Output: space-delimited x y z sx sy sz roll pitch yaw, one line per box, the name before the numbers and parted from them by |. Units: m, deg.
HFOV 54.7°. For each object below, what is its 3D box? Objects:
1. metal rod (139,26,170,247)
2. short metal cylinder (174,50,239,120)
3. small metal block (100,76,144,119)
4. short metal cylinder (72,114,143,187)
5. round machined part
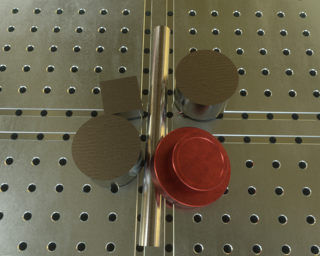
metal rod | -0.004 -0.004 0.409 0.025 0.025 0.299 3 70 1
short metal cylinder | 0.059 -0.057 0.415 0.081 0.050 0.080 0 70 0
small metal block | -0.052 -0.040 0.421 0.050 0.025 0.050 -10 70 -4
short metal cylinder | -0.062 0.029 0.383 0.081 0.050 0.080 0 70 0
round machined part | 0.041 0.044 0.370 0.099 0.042 0.098 6 69 -15
